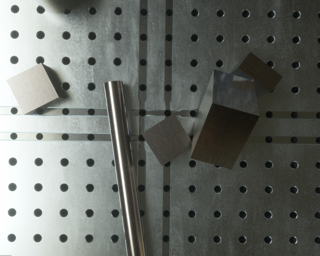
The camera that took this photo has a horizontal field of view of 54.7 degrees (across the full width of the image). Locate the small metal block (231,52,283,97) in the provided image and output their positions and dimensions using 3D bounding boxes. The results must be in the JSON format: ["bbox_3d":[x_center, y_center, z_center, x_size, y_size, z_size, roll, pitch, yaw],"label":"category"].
[{"bbox_3d":[0.122,-0.067,0.402,0.050,0.050,0.025,37,88,-1],"label":"small metal block"}]

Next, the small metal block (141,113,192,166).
[{"bbox_3d":[0.010,0.015,0.414,0.050,0.025,0.050,-32,90,-1],"label":"small metal block"}]

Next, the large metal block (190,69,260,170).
[{"bbox_3d":[0.075,-0.012,0.371,0.050,0.080,0.079,16,127,0],"label":"large metal block"}]

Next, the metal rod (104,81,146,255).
[{"bbox_3d":[-0.042,0.087,0.412,0.025,0.025,0.298,-8,90,0],"label":"metal rod"}]

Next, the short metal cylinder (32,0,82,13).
[{"bbox_3d":[-0.141,-0.196,0.399,0.081,0.050,0.079,0,90,-1],"label":"short metal cylinder"}]

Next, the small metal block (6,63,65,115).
[{"bbox_3d":[-0.164,-0.051,0.411,0.050,0.025,0.050,-27,90,-1],"label":"small metal block"}]
